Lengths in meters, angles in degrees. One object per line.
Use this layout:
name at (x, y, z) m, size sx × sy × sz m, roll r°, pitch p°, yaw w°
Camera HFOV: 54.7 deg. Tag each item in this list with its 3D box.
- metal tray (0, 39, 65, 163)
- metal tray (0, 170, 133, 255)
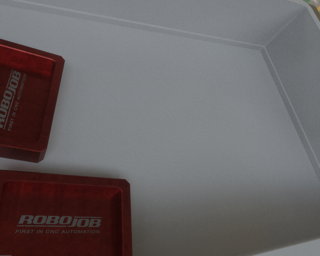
metal tray at (-0.161, -0.033, 0.336) m, size 0.091 × 0.030 × 0.130 m, roll 13°, pitch 56°, yaw -21°
metal tray at (-0.094, 0.092, 0.296) m, size 0.131 × 0.030 × 0.090 m, roll 9°, pitch 58°, yaw -24°
